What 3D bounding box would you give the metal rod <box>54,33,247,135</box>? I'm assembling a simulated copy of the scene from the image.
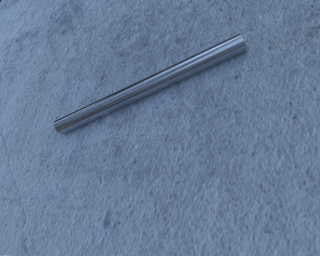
[{"bbox_3d":[-0.023,-0.058,0.449,0.301,0.025,0.025,-23,54,13],"label":"metal rod"}]
